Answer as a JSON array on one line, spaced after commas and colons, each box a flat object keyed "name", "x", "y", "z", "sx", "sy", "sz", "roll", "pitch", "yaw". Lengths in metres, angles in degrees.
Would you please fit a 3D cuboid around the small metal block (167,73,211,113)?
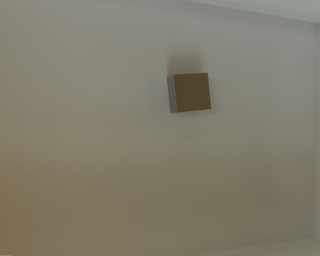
[{"name": "small metal block", "x": 0.040, "y": -0.048, "z": 0.425, "sx": 0.050, "sy": 0.025, "sz": 0.050, "roll": -7, "pitch": 92, "yaw": -20}]
